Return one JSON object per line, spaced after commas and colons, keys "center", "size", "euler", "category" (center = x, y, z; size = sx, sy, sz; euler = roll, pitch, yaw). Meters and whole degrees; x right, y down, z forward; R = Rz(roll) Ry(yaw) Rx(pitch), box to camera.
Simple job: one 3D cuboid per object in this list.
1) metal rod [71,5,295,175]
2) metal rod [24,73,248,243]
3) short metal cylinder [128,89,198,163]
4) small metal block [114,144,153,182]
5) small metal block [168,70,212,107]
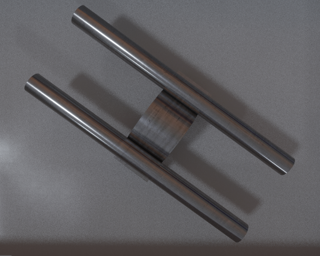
{"center": [0.027, -0.043, 0.360], "size": [0.301, 0.025, 0.025], "euler": [36, 90, -1], "category": "metal rod"}
{"center": [-0.027, 0.035, 0.361], "size": [0.301, 0.025, 0.025], "euler": [36, 90, 0], "category": "metal rod"}
{"center": [0.003, -0.003, 0.382], "size": [0.050, 0.080, 0.080], "euler": [37, 90, -1], "category": "short metal cylinder"}
{"center": [-0.028, 0.040, 0.397], "size": [0.050, 0.050, 0.025], "euler": [37, 90, -1], "category": "small metal block"}
{"center": [0.035, -0.045, 0.397], "size": [0.050, 0.050, 0.025], "euler": [37, 90, -1], "category": "small metal block"}
